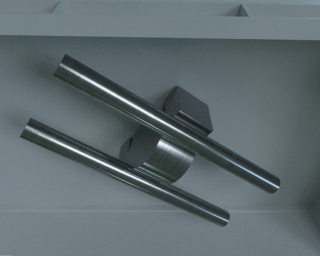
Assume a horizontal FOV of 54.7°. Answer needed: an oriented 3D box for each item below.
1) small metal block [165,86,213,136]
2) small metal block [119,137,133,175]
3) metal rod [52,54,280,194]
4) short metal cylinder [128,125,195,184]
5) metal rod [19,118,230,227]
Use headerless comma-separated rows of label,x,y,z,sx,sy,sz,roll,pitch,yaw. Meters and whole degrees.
small metal block,0.034,-0.017,0.376,0.050,0.050,0.025,30,124,-23
small metal block,-0.029,0.048,0.431,0.050,0.050,0.025,30,124,-23
metal rod,0.027,0.008,0.349,0.301,0.025,0.025,29,124,-23
short metal cylinder,0.002,0.025,0.392,0.050,0.080,0.080,30,124,-23
metal rod,-0.027,0.067,0.400,0.301,0.025,0.025,29,124,-23
